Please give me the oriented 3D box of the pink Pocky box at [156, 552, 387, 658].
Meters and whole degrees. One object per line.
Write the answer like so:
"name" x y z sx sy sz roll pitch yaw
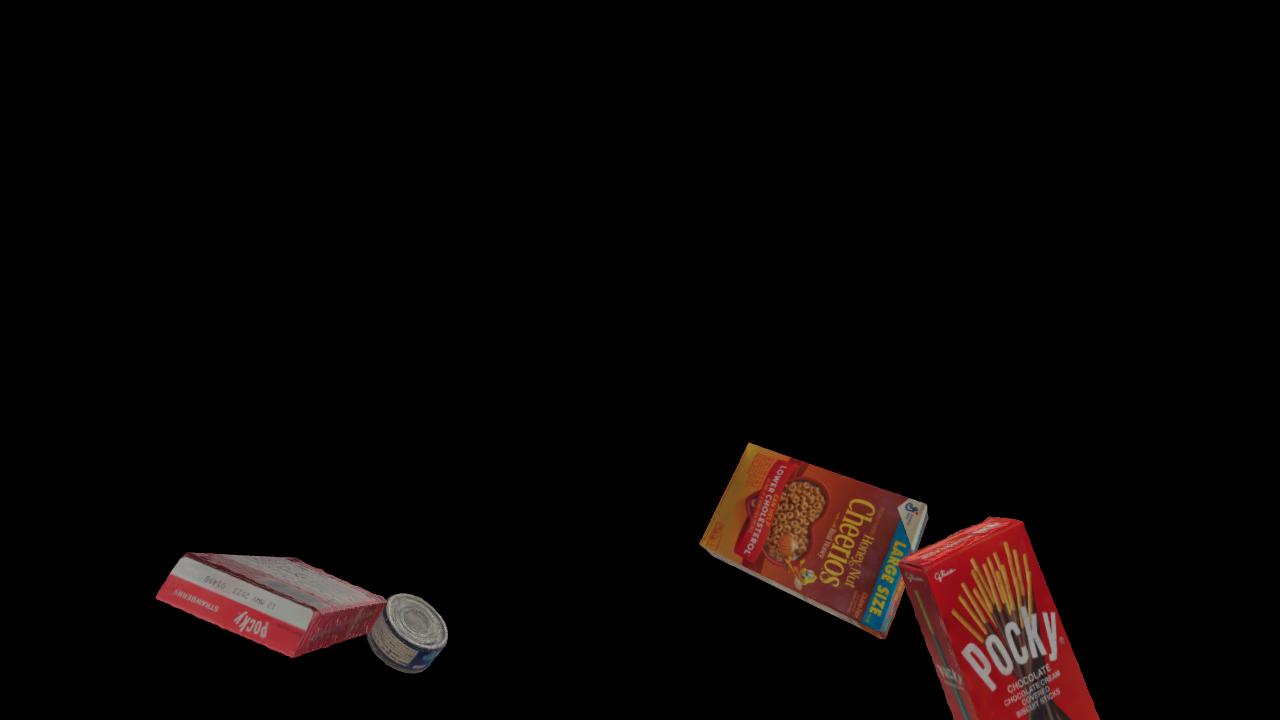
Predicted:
"pink Pocky box" -0.228 0.157 0.404 0.084 0.029 0.155 24 -20 0

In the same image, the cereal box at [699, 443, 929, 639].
"cereal box" 0.275 0.276 0.989 0.306 0.203 0.081 17 -23 36

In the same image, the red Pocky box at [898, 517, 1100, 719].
"red Pocky box" 0.222 0.184 0.373 0.083 0.155 0.028 -17 -6 -16

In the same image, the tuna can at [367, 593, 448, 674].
"tuna can" -0.255 0.299 0.678 0.084 0.034 0.084 40 2 -1
